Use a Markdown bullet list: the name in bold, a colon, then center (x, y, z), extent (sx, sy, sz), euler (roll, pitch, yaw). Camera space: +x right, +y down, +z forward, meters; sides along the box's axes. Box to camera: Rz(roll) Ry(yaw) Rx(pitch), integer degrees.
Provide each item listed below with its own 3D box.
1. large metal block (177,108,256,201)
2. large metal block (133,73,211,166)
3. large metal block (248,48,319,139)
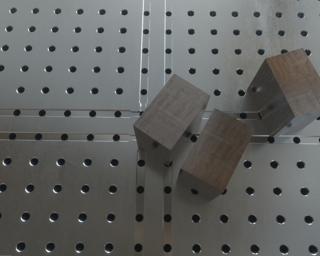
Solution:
- **large metal block**: center (0.063, 0.035, 0.371), extent (0.050, 0.080, 0.080), euler (29, 72, 9)
- **large metal block**: center (0.014, -0.007, 0.385), extent (0.050, 0.080, 0.080), euler (34, 73, 11)
- **large metal block**: center (0.163, -0.042, 0.400), extent (0.050, 0.080, 0.080), euler (-17, 71, -6)
